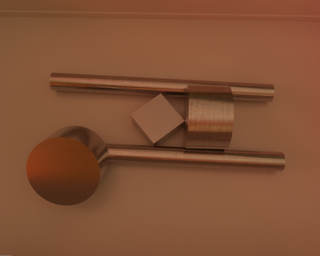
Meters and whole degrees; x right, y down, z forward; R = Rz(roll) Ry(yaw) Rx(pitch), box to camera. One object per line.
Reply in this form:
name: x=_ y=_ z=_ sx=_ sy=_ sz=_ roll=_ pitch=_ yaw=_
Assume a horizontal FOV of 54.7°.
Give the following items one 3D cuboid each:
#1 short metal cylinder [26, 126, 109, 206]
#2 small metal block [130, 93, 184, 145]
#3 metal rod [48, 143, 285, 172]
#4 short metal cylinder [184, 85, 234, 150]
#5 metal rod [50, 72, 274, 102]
short metal cylinder: x=-0.104 y=0.042 z=0.360 sx=0.081 sy=0.050 sz=0.079 roll=0 pitch=104 yaw=1
small metal block: x=-0.003 y=-0.009 z=0.411 sx=0.050 sy=0.025 sz=0.050 roll=-36 pitch=74 yaw=-13
metal rod: x=0.004 y=0.035 z=0.395 sx=0.302 sy=0.025 sz=0.025 roll=3 pitch=70 yaw=0
short metal cylinder: x=0.057 y=-0.014 z=0.385 sx=0.050 sy=0.080 sz=0.080 roll=2 pitch=70 yaw=0
metal rod: x=0.003 y=-0.056 z=0.428 sx=0.302 sy=0.025 sz=0.025 roll=3 pitch=70 yaw=0
